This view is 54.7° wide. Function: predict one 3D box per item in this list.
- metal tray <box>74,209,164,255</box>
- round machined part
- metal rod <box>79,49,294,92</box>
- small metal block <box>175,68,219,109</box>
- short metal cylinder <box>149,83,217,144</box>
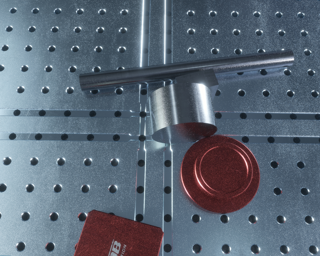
[{"bbox_3d":[-0.055,0.167,0.347,0.090,0.030,0.130,14,70,4],"label":"metal tray"},{"bbox_3d":[0.075,0.055,0.384,0.099,0.042,0.098,0,70,-1],"label":"round machined part"},{"bbox_3d":[0.040,-0.083,0.442,0.302,0.025,0.025,-7,70,-3],"label":"metal rod"},{"bbox_3d":[0.047,-0.052,0.418,0.050,0.050,0.025,-14,71,-6],"label":"small metal block"},{"bbox_3d":[0.028,-0.016,0.389,0.081,0.080,0.050,-5,71,-2],"label":"short metal cylinder"}]
